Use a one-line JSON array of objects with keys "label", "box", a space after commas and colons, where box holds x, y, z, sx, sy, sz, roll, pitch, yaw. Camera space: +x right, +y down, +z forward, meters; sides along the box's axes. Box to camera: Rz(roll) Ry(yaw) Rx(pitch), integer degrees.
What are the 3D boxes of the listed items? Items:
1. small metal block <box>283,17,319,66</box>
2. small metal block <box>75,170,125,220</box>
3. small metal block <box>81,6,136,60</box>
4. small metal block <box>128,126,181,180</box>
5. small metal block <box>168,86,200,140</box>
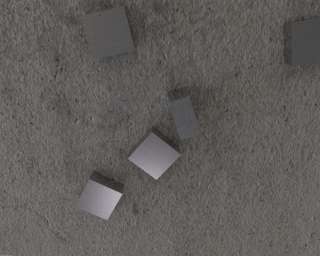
[{"label": "small metal block", "box": [0.179, -0.105, 0.372, 0.050, 0.025, 0.050, -9, 110, 3]}, {"label": "small metal block", "box": [-0.086, 0.097, 0.445, 0.050, 0.025, 0.050, 27, 108, -10]}, {"label": "small metal block", "box": [-0.059, -0.113, 0.367, 0.050, 0.025, 0.050, -12, 110, 4]}, {"label": "small metal block", "box": [-0.007, 0.034, 0.422, 0.050, 0.025, 0.050, 39, 105, -13]}, {"label": "small metal block", "box": [0.029, -0.020, 0.389, 0.025, 0.050, 0.050, -16, 110, 6]}]
